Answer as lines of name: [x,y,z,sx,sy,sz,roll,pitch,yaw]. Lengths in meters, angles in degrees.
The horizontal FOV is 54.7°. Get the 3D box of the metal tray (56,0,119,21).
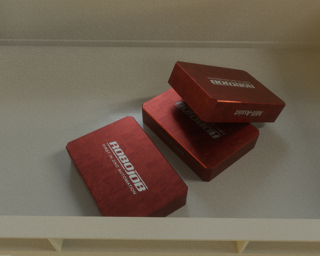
metal tray: [-0.136,-0.272,0.632,0.090,0.030,0.130,17,52,14]

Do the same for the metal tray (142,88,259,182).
metal tray: [0.049,-0.003,0.405,0.091,0.030,0.130,-31,57,-24]

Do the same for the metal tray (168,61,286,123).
metal tray: [0.087,-0.046,0.401,0.131,0.030,0.090,-1,38,-34]

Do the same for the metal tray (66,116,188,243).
metal tray: [-0.040,0.052,0.358,0.091,0.030,0.130,-26,55,-20]
